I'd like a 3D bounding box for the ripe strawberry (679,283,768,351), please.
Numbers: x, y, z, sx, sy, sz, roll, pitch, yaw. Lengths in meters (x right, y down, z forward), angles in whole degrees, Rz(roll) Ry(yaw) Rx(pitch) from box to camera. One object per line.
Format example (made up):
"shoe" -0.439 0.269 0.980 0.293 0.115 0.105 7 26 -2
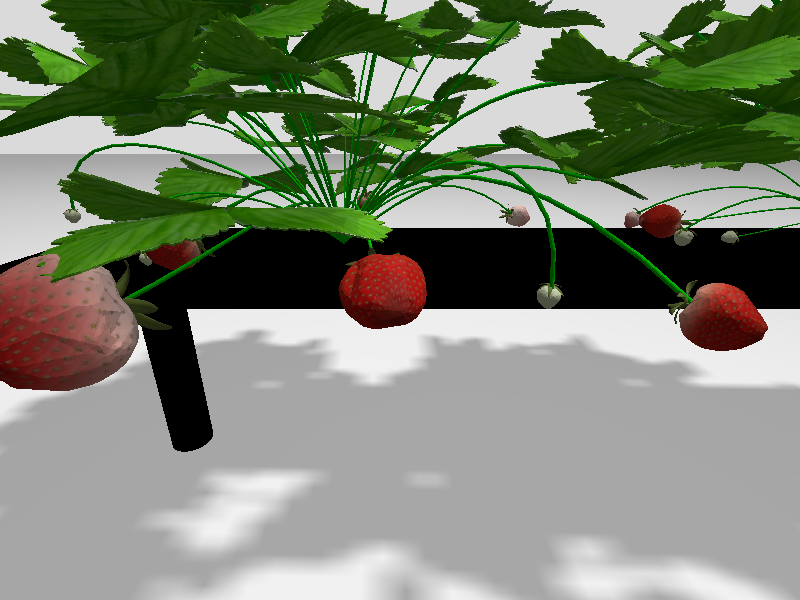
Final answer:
"ripe strawberry" 0.140 0.008 0.173 0.027 0.029 0.029 -20 43 -41

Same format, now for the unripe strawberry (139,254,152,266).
"unripe strawberry" -0.184 -0.030 0.291 0.010 0.010 0.011 -11 24 -25

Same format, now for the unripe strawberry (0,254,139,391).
"unripe strawberry" -0.121 0.009 0.139 0.042 0.048 0.046 7 23 16

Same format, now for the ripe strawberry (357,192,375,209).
"ripe strawberry" -0.043 -0.126 0.517 0.025 0.021 0.025 1 -27 2

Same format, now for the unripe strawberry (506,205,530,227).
"unripe strawberry" 0.124 -0.087 0.418 0.025 0.022 0.025 9 16 -26

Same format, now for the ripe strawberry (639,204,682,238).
"ripe strawberry" 0.238 -0.073 0.369 0.031 0.030 0.034 2 22 7

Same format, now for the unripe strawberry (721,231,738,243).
"unripe strawberry" 0.290 -0.056 0.353 0.012 0.010 0.012 -1 22 -1

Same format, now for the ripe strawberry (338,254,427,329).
"ripe strawberry" -0.007 -0.002 0.183 0.041 0.036 0.037 -5 28 -13

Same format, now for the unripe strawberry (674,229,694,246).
"unripe strawberry" 0.243 -0.053 0.344 0.014 0.014 0.013 6 21 -7

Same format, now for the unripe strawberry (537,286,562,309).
"unripe strawberry" 0.072 -0.001 0.194 0.011 0.011 0.011 -15 26 -33

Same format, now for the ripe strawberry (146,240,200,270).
"ripe strawberry" -0.157 -0.038 0.275 0.033 0.035 0.031 -17 27 -34

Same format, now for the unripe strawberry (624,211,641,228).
"unripe strawberry" 0.239 -0.082 0.412 0.017 0.017 0.019 39 30 5

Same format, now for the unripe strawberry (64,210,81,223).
"unripe strawberry" -0.285 -0.073 0.349 0.011 0.011 0.011 0 22 0
